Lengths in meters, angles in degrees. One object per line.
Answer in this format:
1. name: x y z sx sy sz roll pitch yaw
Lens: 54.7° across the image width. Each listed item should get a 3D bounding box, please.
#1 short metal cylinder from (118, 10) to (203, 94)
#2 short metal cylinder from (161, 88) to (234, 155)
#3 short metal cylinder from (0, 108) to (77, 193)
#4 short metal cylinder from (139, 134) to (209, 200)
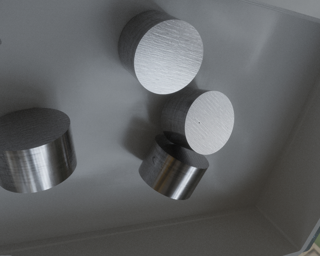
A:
1. short metal cylinder: 0.000 -0.084 0.342 0.081 0.050 0.079 -14 125 -21
2. short metal cylinder: 0.049 -0.010 0.400 0.081 0.050 0.079 -8 105 -32
3. short metal cylinder: -0.129 0.020 0.315 0.081 0.080 0.050 -14 124 -21
4. short metal cylinder: 0.018 0.051 0.417 0.081 0.080 0.050 16 110 -35
